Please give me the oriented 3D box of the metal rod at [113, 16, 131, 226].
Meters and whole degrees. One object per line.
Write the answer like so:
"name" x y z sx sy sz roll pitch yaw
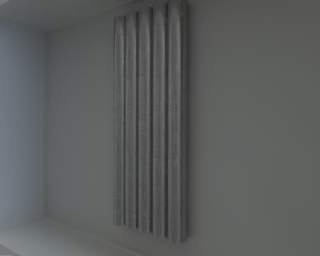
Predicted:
"metal rod" -0.055 -0.010 0.451 0.025 0.025 0.298 0 90 40

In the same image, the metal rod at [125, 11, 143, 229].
"metal rod" -0.037 -0.011 0.436 0.025 0.025 0.298 0 90 40

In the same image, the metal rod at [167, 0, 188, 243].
"metal rod" 0.022 -0.009 0.387 0.025 0.025 0.298 0 90 40

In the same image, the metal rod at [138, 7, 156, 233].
"metal rod" -0.017 -0.011 0.419 0.025 0.025 0.298 0 90 40

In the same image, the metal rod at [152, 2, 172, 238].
"metal rod" 0.003 -0.010 0.403 0.025 0.025 0.298 0 90 40
